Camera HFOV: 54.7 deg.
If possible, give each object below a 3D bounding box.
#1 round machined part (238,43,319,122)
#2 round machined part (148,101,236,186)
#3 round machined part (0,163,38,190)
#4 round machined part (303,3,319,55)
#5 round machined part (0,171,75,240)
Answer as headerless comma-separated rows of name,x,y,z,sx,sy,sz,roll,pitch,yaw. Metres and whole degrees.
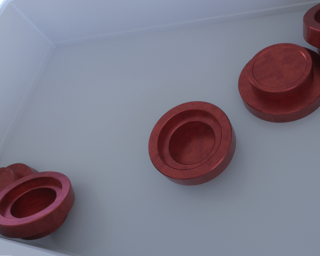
round machined part,0.139,-0.059,0.357,0.098,0.042,0.098,-13,56,20
round machined part,0.039,0.021,0.361,0.098,0.042,0.098,-13,56,20
round machined part,-0.225,0.096,0.451,0.098,0.042,0.098,-13,56,20
round machined part,0.209,-0.106,0.337,0.098,0.042,0.098,-12,37,10
round machined part,-0.157,0.102,0.394,0.099,0.042,0.098,-7,29,4
